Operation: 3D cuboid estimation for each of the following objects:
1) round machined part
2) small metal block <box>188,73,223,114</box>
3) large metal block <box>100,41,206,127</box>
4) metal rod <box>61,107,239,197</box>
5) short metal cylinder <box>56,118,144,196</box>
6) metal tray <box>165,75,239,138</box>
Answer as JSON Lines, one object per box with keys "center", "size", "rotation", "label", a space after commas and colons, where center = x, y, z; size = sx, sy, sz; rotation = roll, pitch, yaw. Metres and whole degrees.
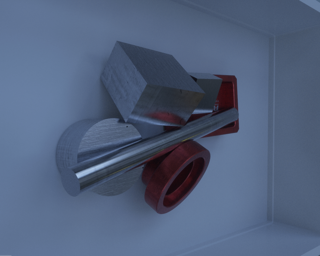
{"center": [0.015, 0.056, 0.388], "size": [0.099, 0.042, 0.097], "rotation": [-38, 149, -27], "label": "round machined part"}
{"center": [0.053, -0.048, 0.423], "size": [0.050, 0.025, 0.050], "rotation": [-6, 120, -40], "label": "small metal block"}
{"center": [-0.010, -0.049, 0.352], "size": [0.081, 0.080, 0.050], "rotation": [4, 130, -39], "label": "large metal block"}
{"center": [0.019, 0.012, 0.369], "size": [0.302, 0.025, 0.025], "rotation": [-20, 103, -49], "label": "metal rod"}
{"center": [-0.063, 0.030, 0.336], "size": [0.081, 0.050, 0.079], "rotation": [0, 90, -40], "label": "short metal cylinder"}
{"center": [0.064, -0.033, 0.456], "size": [0.131, 0.030, 0.089], "rotation": [-6, 94, -40], "label": "metal tray"}
